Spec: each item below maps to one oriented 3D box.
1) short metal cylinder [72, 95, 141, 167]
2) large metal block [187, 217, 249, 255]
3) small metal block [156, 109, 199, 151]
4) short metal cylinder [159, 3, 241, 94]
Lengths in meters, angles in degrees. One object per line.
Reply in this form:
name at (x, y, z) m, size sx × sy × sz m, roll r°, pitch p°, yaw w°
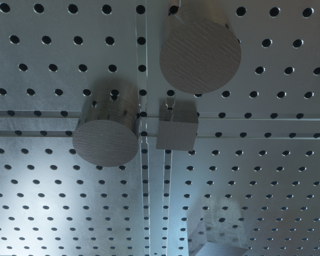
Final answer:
short metal cylinder at (-0.066, 0.005, 0.398) m, size 0.081 × 0.050 × 0.079 m, roll 0°, pitch 130°, yaw 0°
large metal block at (0.106, 0.217, 0.580) m, size 0.081 × 0.050 × 0.079 m, roll 14°, pitch 129°, yaw -12°
small metal block at (0.022, 0.003, 0.415) m, size 0.050 × 0.025 × 0.050 m, roll 4°, pitch 130°, yaw -4°
short metal cylinder at (0.040, -0.083, 0.325) m, size 0.081 × 0.050 × 0.079 m, roll 0°, pitch 130°, yaw 0°
